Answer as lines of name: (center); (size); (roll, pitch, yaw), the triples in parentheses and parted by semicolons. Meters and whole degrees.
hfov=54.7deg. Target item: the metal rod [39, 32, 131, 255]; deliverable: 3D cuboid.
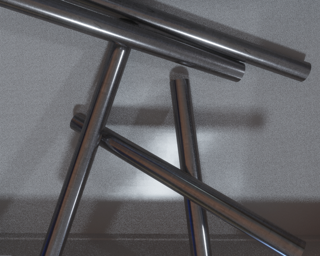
metal rod: (-0.088, 0.024, 0.370); (0.025, 0.025, 0.298); (19, 91, -7)

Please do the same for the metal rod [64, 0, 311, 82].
metal rod: (0.038, -0.113, 0.370); (0.302, 0.025, 0.025); (17, 109, -7)

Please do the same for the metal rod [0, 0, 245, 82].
metal rod: (-0.040, -0.104, 0.343); (0.302, 0.025, 0.025); (14, 110, -17)

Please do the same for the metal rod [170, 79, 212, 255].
metal rod: (0.042, 0.088, 0.377); (0.025, 0.025, 0.298); (-7, 84, 2)

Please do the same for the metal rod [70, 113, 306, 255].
metal rod: (0.016, 0.058, 0.360); (0.301, 0.025, 0.025); (28, 110, 19)
